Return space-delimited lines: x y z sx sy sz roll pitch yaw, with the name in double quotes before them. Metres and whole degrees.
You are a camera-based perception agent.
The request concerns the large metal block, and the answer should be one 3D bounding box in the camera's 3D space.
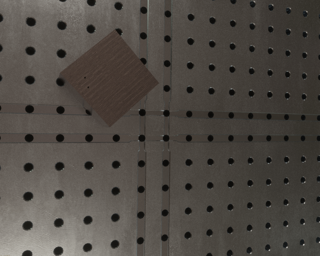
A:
"large metal block" -0.063 -0.057 0.377 0.080 0.050 0.080 -44 104 -15
